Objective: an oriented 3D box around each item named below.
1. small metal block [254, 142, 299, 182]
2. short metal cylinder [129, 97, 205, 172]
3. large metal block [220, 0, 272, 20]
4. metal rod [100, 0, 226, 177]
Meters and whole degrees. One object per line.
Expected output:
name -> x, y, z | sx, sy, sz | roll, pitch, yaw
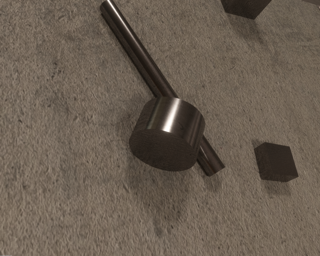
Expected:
small metal block -> 0.175, 0.052, 0.469 | 0.050, 0.025, 0.050 | 10, 57, -23
short metal cylinder -> 0.009, 0.009, 0.370 | 0.080, 0.080, 0.050 | 28, 52, -11
large metal block -> 0.183, -0.279, 0.641 | 0.081, 0.080, 0.050 | 2, 61, -28
metal rod -> -0.003, -0.065, 0.443 | 0.025, 0.025, 0.299 | -23, 74, -37
